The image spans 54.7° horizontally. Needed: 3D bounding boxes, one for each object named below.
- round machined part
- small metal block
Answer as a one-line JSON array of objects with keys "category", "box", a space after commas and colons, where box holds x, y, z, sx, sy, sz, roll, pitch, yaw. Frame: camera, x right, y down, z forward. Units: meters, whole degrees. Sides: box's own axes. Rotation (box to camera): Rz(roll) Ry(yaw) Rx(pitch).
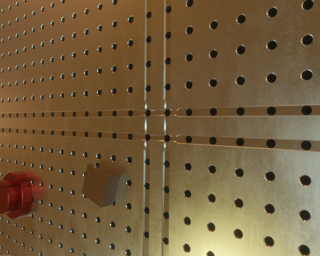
[{"category": "round machined part", "box": [-0.315, 0.143, 0.653, 0.098, 0.042, 0.097, 0, 90, 39]}, {"category": "small metal block", "box": [-0.093, 0.088, 0.483, 0.050, 0.025, 0.050, 24, 105, 37]}]
